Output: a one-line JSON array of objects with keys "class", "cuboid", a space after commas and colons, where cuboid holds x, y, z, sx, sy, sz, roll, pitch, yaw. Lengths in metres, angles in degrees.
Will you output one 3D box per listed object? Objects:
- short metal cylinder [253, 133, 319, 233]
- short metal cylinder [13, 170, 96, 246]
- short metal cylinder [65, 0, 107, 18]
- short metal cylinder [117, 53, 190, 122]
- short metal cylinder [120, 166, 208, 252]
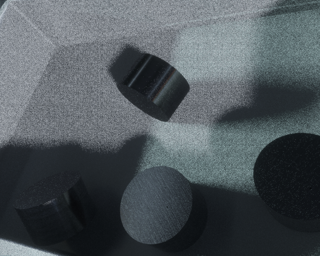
[{"class": "short metal cylinder", "cuboid": [0.133, 0.051, 0.288, 0.080, 0.050, 0.080, -13, 56, 20]}, {"class": "short metal cylinder", "cuboid": [-0.124, 0.093, 0.371, 0.080, 0.050, 0.080, -17, 17, 6]}, {"class": "short metal cylinder", "cuboid": [-0.156, -0.277, 0.641, 0.080, 0.050, 0.080, -13, 56, 20]}, {"class": "short metal cylinder", "cuboid": [-0.009, -0.052, 0.405, 0.080, 0.080, 0.050, 26, 76, 36]}, {"class": "short metal cylinder", "cuboid": [0.005, 0.087, 0.332, 0.080, 0.050, 0.080, -13, 56, 20]}]
